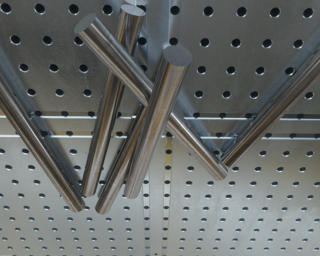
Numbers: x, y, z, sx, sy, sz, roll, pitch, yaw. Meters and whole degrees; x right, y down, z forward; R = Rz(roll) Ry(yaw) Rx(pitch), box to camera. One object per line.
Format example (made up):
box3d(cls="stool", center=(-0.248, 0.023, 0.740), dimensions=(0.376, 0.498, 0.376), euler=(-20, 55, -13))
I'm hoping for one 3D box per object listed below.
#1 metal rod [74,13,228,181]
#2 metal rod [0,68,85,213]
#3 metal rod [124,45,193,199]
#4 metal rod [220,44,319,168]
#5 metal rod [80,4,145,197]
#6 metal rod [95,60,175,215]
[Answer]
box3d(cls="metal rod", center=(0.013, -0.012, 0.372), dimensions=(0.025, 0.025, 0.300), euler=(-26, 135, 20))
box3d(cls="metal rod", center=(-0.171, 0.021, 0.427), dimensions=(0.025, 0.025, 0.299), euler=(-10, 130, 8))
box3d(cls="metal rod", center=(-0.016, 0.021, 0.379), dimensions=(0.025, 0.025, 0.298), euler=(9, 145, -8))
box3d(cls="metal rod", center=(0.165, -0.054, 0.366), dimensions=(0.025, 0.025, 0.298), euler=(21, 127, -17))
box3d(cls="metal rod", center=(-0.071, -0.009, 0.402), dimensions=(0.025, 0.025, 0.298), euler=(13, 129, -11))
box3d(cls="metal rod", center=(-0.041, 0.031, 0.436), dimensions=(0.025, 0.025, 0.298), euler=(17, 128, -14))
